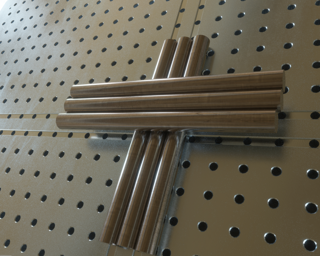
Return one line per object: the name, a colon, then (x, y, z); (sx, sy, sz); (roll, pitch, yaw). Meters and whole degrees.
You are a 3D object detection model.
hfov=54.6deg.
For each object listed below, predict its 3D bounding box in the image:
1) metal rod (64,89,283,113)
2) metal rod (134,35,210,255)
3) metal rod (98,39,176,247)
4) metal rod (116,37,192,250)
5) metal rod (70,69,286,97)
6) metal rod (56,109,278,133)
metal rod: (-0.004, -0.031, 0.398); (0.300, 0.025, 0.025); (1, 62, 28)
metal rod: (0.023, 0.003, 0.395); (0.025, 0.025, 0.300); (2, 62, 29)
metal rod: (-0.021, 0.002, 0.419); (0.025, 0.025, 0.300); (2, 62, 29)
metal rod: (0.001, 0.002, 0.407); (0.025, 0.025, 0.300); (2, 62, 29)
metal rod: (0.003, -0.053, 0.408); (0.300, 0.025, 0.025); (1, 62, 28)
metal rod: (-0.013, -0.009, 0.389); (0.300, 0.025, 0.025); (1, 62, 28)
